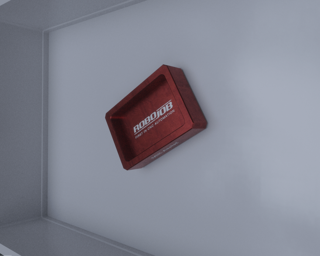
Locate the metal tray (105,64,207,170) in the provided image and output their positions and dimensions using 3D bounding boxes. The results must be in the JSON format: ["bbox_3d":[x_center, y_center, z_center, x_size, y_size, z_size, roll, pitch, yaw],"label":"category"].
[{"bbox_3d":[-0.011,-0.010,0.410,0.130,0.030,0.090,-35,69,34],"label":"metal tray"}]
